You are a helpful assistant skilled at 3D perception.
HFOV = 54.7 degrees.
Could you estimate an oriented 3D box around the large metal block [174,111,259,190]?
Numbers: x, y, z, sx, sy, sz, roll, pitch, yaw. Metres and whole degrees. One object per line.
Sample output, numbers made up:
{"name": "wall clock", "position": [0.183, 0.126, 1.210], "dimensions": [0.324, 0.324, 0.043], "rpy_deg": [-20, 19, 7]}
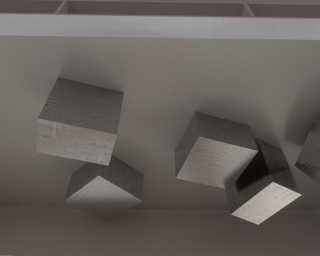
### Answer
{"name": "large metal block", "position": [0.072, 0.032, 0.420], "dimensions": [0.081, 0.050, 0.079], "rpy_deg": [14, 129, -12]}

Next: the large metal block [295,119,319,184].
{"name": "large metal block", "position": [0.233, 0.036, 0.396], "dimensions": [0.050, 0.080, 0.079], "rpy_deg": [-24, 136, -27]}

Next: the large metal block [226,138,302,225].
{"name": "large metal block", "position": [0.139, 0.076, 0.438], "dimensions": [0.050, 0.080, 0.080], "rpy_deg": [25, 126, -20]}

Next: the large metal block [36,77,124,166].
{"name": "large metal block", "position": [-0.091, -0.009, 0.364], "dimensions": [0.081, 0.080, 0.050], "rpy_deg": [12, 129, -11]}

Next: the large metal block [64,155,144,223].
{"name": "large metal block", "position": [-0.082, 0.090, 0.468], "dimensions": [0.080, 0.050, 0.080], "rpy_deg": [-37, 121, 27]}
